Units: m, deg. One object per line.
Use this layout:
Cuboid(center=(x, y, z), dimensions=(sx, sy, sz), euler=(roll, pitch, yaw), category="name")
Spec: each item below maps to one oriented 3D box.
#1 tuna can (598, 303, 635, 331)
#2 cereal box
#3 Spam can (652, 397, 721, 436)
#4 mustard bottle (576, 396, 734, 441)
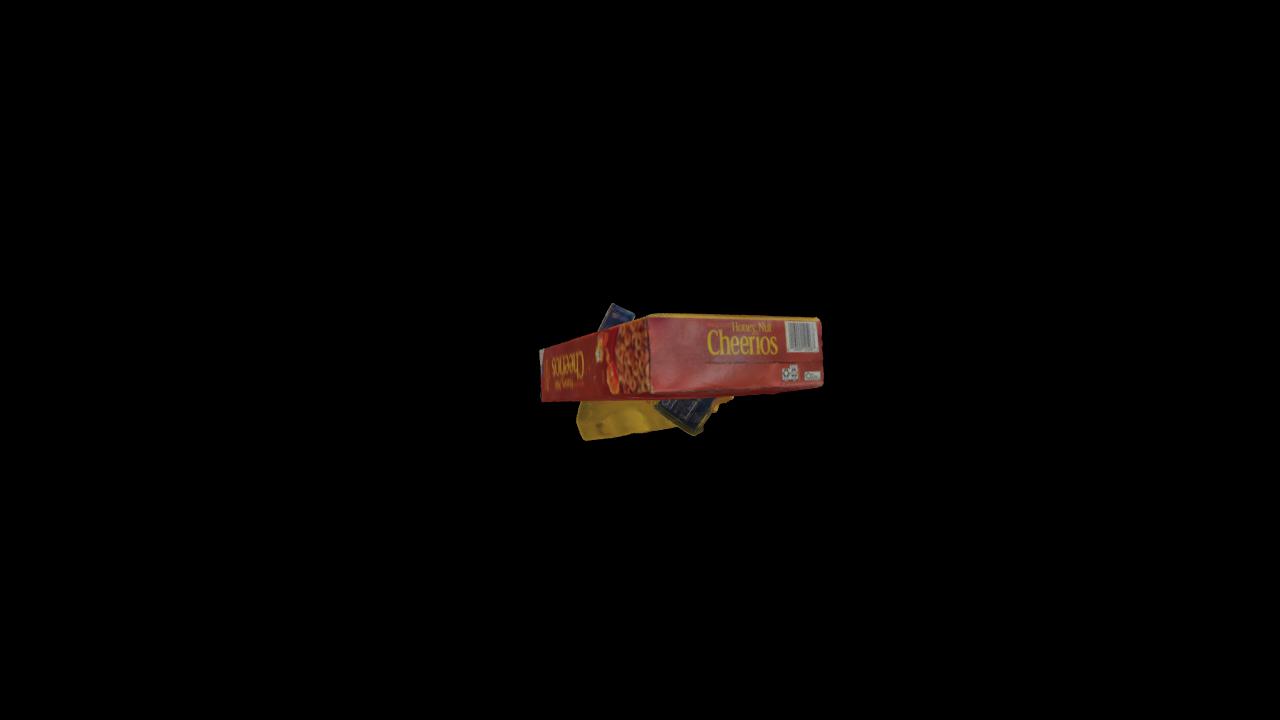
Cuboid(center=(-0.036, -0.026, 0.762), dimensions=(0.034, 0.084, 0.084), euler=(24, -1, -1), category="tuna can")
Cuboid(center=(0.026, 0.005, 0.701), dimensions=(0.203, 0.081, 0.306), euler=(-1, -4, -27), category="cereal box")
Cuboid(center=(0.066, 0.034, 0.703), dimensions=(0.058, 0.085, 0.101), euler=(34, 4, 11), category="Spam can")
Cuboid(center=(0.021, 0.050, 0.726), dimensions=(0.184, 0.054, 0.092), euler=(-11, 17, 20), category="mustard bottle")
